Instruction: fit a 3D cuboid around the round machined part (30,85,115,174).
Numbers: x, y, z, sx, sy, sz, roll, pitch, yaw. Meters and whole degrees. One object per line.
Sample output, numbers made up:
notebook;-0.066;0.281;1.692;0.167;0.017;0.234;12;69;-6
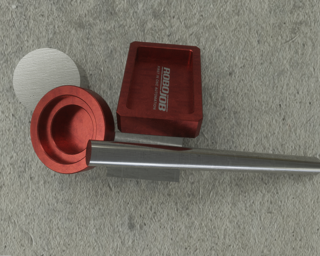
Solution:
round machined part;-0.095;0.002;0.357;0.098;0.042;0.097;0;89;19

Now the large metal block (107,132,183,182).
large metal block;-0.017;0.032;0.383;0.081;0.080;0.050;5;90;-1

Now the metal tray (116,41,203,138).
metal tray;0.003;-0.051;0.371;0.091;0.030;0.130;5;50;0

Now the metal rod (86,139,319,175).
metal rod;0.070;0.037;0.353;0.302;0.025;0.025;6;90;-25

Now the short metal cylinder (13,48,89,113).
short metal cylinder;-0.136;-0.056;0.397;0.081;0.050;0.079;0;90;-1
